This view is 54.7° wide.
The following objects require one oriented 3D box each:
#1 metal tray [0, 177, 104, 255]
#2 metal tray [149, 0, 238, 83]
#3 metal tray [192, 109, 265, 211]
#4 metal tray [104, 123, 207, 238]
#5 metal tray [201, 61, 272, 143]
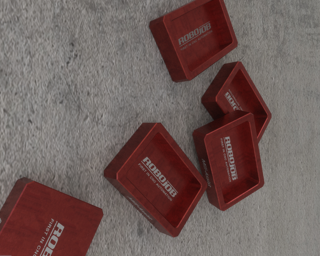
[{"bbox_3d":[-0.122,0.124,0.299,0.090,0.030,0.130,35,68,-34],"label":"metal tray"},{"bbox_3d":[0.054,-0.133,0.445,0.131,0.030,0.090,-39,114,-33],"label":"metal tray"},{"bbox_3d":[0.106,0.048,0.466,0.091,0.030,0.129,-25,113,-22],"label":"metal tray"},{"bbox_3d":[0.000,0.067,0.401,0.130,0.030,0.090,52,60,-27],"label":"metal tray"},{"bbox_3d":[0.130,-0.032,0.509,0.130,0.030,0.090,50,61,-29],"label":"metal tray"}]
